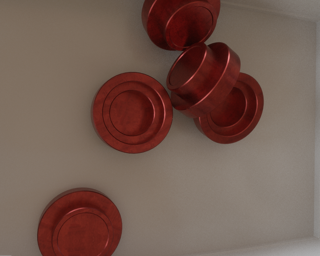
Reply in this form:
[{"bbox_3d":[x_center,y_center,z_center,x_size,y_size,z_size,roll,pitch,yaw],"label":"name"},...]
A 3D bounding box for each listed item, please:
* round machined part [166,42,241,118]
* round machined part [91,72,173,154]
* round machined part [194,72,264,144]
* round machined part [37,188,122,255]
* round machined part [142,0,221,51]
[{"bbox_3d":[0.045,-0.064,0.377,0.042,0.098,0.098,33,79,-27],"label":"round machined part"},{"bbox_3d":[-0.037,-0.018,0.388,0.099,0.042,0.097,0,90,-20],"label":"round machined part"},{"bbox_3d":[0.088,-0.031,0.424,0.099,0.042,0.097,-7,111,-19],"label":"round machined part"},{"bbox_3d":[-0.093,0.123,0.367,0.099,0.042,0.097,0,90,-20],"label":"round machined part"},{"bbox_3d":[0.030,-0.135,0.381,0.099,0.097,0.042,-11,54,-20],"label":"round machined part"}]
